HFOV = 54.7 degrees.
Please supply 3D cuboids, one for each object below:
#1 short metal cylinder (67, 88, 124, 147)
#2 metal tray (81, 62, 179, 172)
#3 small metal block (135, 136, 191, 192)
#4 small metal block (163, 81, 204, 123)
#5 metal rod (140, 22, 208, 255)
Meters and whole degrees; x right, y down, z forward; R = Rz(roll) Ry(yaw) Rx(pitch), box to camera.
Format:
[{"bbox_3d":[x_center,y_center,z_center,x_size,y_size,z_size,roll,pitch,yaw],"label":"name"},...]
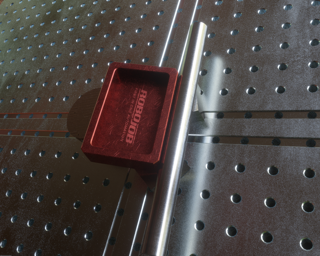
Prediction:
[{"bbox_3d":[-0.083,-0.010,0.439,0.080,0.050,0.080,-13,56,20],"label":"short metal cylinder"},{"bbox_3d":[-0.032,-0.017,0.380,0.090,0.030,0.130,8,64,10],"label":"metal tray"},{"bbox_3d":[0.000,0.046,0.378,0.050,0.025,0.050,-43,51,-2],"label":"small metal block"},{"bbox_3d":[0.029,-0.031,0.411,0.050,0.025,0.050,-14,56,20],"label":"small metal block"},{"bbox_3d":[0.024,-0.007,0.366,0.025,0.025,0.300,-1,61,27],"label":"metal rod"}]
